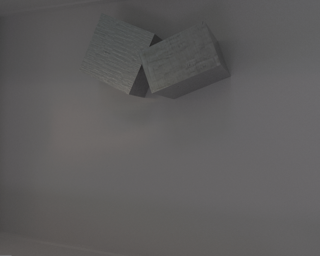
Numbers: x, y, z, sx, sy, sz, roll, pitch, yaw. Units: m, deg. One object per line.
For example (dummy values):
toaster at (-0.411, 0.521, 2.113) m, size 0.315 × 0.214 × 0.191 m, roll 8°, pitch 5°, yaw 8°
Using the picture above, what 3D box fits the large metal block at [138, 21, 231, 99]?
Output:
large metal block at (0.033, -0.075, 0.370) m, size 0.080 × 0.080 × 0.050 m, roll -21°, pitch 83°, yaw 19°

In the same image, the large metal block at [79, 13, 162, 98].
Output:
large metal block at (-0.048, -0.095, 0.414) m, size 0.080 × 0.050 × 0.080 m, roll 27°, pitch 99°, yaw 18°
